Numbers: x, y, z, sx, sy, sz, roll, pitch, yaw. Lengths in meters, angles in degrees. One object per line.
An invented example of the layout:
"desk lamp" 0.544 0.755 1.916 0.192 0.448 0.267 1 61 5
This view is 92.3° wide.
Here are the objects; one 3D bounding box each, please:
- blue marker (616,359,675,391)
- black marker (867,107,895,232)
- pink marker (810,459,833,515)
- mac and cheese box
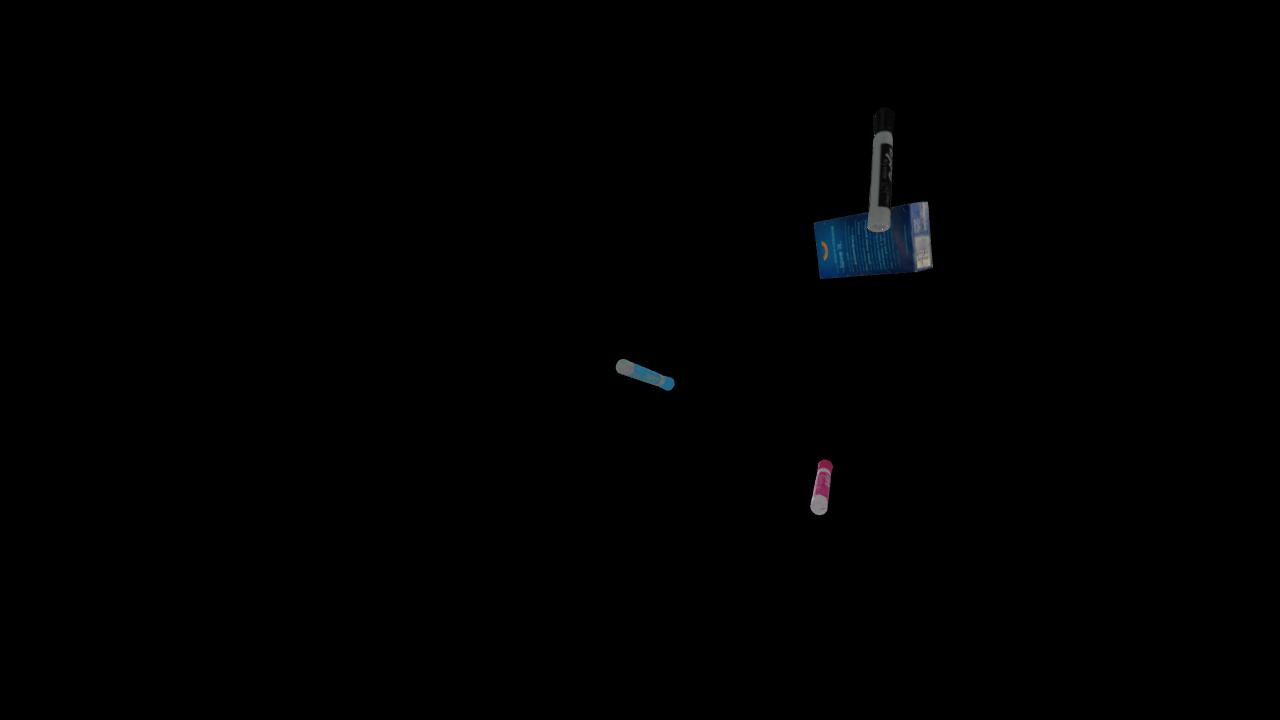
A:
"blue marker" 0.010 0.021 0.797 0.020 0.020 0.121 0 -13 33
"black marker" 0.216 -0.173 0.550 0.020 0.121 0.020 8 -15 2
"pink marker" 0.221 0.151 0.745 0.020 0.020 0.121 0 14 20
"mac and cheese box" 0.335 -0.170 0.899 0.041 0.093 0.184 -15 11 -24
